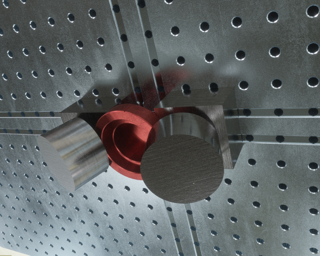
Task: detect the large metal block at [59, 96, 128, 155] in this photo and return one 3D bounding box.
[{"bbox_3d":[-0.083,0.003,0.441,0.080,0.050,0.080,1,119,28],"label":"large metal block"}]

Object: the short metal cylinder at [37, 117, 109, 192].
[{"bbox_3d":[-0.110,0.033,0.392,0.080,0.050,0.079,32,140,33],"label":"short metal cylinder"}]

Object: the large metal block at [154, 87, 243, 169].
[{"bbox_3d":[0.048,0.000,0.369,0.080,0.050,0.080,-1,118,28],"label":"large metal block"}]

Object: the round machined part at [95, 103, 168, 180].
[{"bbox_3d":[-0.028,0.013,0.385,0.098,0.042,0.097,13,124,21],"label":"round machined part"}]

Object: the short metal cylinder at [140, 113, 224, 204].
[{"bbox_3d":[0.023,0.030,0.320,0.080,0.050,0.079,2,116,5],"label":"short metal cylinder"}]
